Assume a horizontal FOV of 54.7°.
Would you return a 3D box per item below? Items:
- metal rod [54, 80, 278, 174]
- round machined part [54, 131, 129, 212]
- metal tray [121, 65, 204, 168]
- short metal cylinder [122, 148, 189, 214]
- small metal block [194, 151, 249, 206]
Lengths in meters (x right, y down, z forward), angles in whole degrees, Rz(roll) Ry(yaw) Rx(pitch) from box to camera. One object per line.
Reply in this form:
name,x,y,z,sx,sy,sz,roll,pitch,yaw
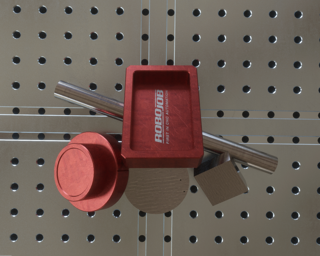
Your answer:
metal rod,0.008,-0.001,0.410,0.301,0.025,0.025,20,90,0
round machined part,-0.090,0.053,0.377,0.098,0.042,0.097,-3,84,32
metal tray,0.002,-0.017,0.378,0.091,0.030,0.130,0,61,-1
short metal cylinder,-0.005,0.064,0.397,0.081,0.050,0.079,0,90,0
small metal block,0.078,0.065,0.399,0.050,0.025,0.050,-28,106,16
